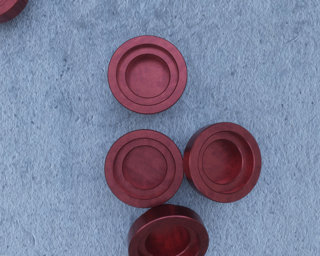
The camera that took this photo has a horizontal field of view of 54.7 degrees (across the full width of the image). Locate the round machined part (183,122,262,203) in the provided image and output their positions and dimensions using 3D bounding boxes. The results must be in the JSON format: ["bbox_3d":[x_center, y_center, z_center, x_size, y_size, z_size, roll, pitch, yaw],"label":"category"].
[{"bbox_3d":[0.075,0.042,0.393,0.099,0.042,0.097,1,86,-18],"label":"round machined part"}]

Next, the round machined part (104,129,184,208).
[{"bbox_3d":[-0.019,0.050,0.401,0.099,0.042,0.097,0,90,0],"label":"round machined part"}]

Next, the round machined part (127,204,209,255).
[{"bbox_3d":[0.008,0.135,0.389,0.099,0.042,0.097,-4,115,-9],"label":"round machined part"}]

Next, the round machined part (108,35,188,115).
[{"bbox_3d":[-0.015,-0.066,0.401,0.099,0.042,0.097,0,90,0],"label":"round machined part"}]

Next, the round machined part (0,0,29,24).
[{"bbox_3d":[-0.215,-0.182,0.400,0.099,0.042,0.097,0,90,0],"label":"round machined part"}]
